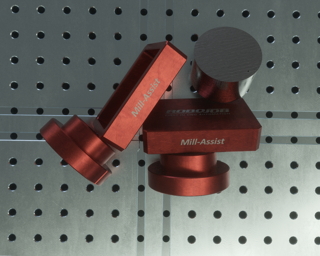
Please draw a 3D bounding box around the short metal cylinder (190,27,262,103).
[{"bbox_3d":[0.080,-0.079,0.388,0.081,0.050,0.080,0,66,0],"label":"short metal cylinder"}]

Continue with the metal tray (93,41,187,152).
[{"bbox_3d":[-0.029,-0.042,0.378,0.030,0.090,0.130,35,90,-21],"label":"metal tray"}]

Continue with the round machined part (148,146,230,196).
[{"bbox_3d":[0.034,0.046,0.376,0.099,0.098,0.042,-2,97,-1],"label":"round machined part"}]

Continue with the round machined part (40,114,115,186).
[{"bbox_3d":[-0.093,0.021,0.376,0.098,0.098,0.042,44,82,-1],"label":"round machined part"}]

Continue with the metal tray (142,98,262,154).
[{"bbox_3d":[0.046,-0.006,0.379,0.131,0.090,0.030,-2,118,-1],"label":"metal tray"}]
